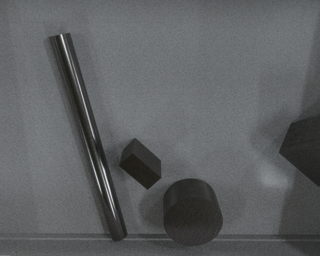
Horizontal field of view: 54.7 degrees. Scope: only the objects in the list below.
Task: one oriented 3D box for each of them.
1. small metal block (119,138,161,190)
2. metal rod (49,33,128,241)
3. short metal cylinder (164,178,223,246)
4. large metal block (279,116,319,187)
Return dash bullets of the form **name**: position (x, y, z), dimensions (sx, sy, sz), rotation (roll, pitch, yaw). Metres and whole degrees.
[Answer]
- **small metal block**: position (-0.025, 0.047, 0.415), dimensions (0.050, 0.050, 0.025), rotation (43, 104, -14)
- **metal rod**: position (-0.091, 0.026, 0.419), dimensions (0.025, 0.025, 0.298), rotation (-11, 110, 3)
- **short metal cylinder**: position (0.045, 0.120, 0.443), dimensions (0.081, 0.050, 0.079), rotation (0, 110, -1)
- **large metal block**: position (0.215, 0.029, 0.389), dimensions (0.080, 0.080, 0.050), rotation (38, 65, -13)
